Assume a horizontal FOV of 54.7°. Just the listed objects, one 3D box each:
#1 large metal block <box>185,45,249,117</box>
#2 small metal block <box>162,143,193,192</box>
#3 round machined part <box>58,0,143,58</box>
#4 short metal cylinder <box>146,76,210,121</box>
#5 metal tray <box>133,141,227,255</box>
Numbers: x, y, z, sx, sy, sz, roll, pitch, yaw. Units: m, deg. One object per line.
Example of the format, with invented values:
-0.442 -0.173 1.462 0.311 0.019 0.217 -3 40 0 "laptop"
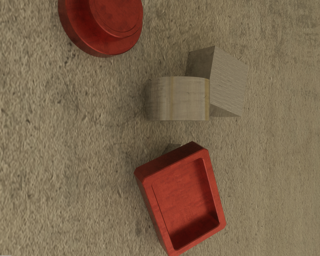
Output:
0.082 -0.065 0.459 0.081 0.050 0.080 17 79 -39 "large metal block"
0.022 0.057 0.425 0.050 0.025 0.050 52 60 -28 "small metal block"
-0.058 -0.131 0.346 0.099 0.042 0.097 0 90 -40 "round machined part"
0.022 -0.034 0.390 0.081 0.080 0.050 0 90 -40 "short metal cylinder"
0.030 0.093 0.398 0.091 0.030 0.129 -25 115 -17 "metal tray"
